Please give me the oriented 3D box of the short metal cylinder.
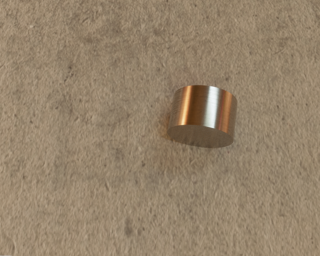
[{"bbox_3d":[0.053,-0.012,0.384,0.080,0.080,0.050,10,71,3],"label":"short metal cylinder"}]
